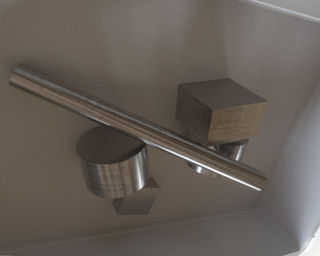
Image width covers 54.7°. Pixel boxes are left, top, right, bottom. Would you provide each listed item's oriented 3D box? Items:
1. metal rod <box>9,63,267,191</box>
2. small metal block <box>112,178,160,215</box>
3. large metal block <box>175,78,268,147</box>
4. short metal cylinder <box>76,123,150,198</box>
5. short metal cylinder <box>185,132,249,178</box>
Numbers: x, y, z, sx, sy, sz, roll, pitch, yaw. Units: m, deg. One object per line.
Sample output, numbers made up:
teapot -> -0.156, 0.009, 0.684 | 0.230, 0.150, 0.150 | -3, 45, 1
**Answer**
metal rod -> -0.009, 0.007, 0.343 | 0.302, 0.025, 0.025 | 24, 106, -16
small metal block -> -0.035, 0.099, 0.453 | 0.050, 0.025, 0.050 | 10, 113, -33
large metal block -> 0.076, -0.024, 0.402 | 0.081, 0.080, 0.050 | -10, 123, -24
short metal cylinder -> -0.054, 0.036, 0.368 | 0.081, 0.080, 0.050 | -17, 126, -19
short metal cylinder -> 0.077, 0.025, 0.433 | 0.081, 0.080, 0.050 | -3, 120, -27
